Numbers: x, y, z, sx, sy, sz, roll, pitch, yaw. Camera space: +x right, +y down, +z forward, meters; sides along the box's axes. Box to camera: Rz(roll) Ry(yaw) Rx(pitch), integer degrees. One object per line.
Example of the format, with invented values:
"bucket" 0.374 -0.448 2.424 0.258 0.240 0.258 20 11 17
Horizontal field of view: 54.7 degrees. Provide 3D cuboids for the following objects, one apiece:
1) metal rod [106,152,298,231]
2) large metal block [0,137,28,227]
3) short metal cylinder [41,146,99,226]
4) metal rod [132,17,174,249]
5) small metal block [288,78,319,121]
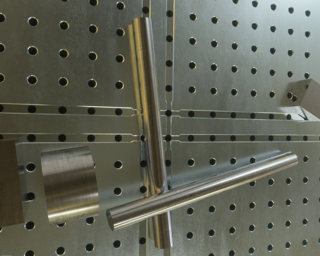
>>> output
"metal rod" 0.075 0.077 0.421 0.303 0.025 0.025 -12 94 -27
"large metal block" -0.170 0.053 0.321 0.050 0.080 0.079 -6 92 -20
"short metal cylinder" -0.101 0.063 0.346 0.050 0.080 0.080 -8 93 -20
"metal rod" -0.009 0.008 0.409 0.025 0.025 0.298 -7 92 -20
"small metal block" 0.245 -0.045 0.502 0.050 0.025 0.050 29 80 -18
